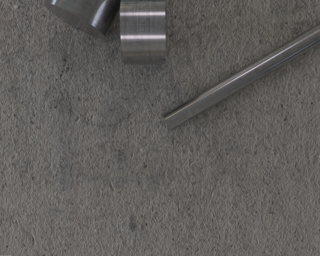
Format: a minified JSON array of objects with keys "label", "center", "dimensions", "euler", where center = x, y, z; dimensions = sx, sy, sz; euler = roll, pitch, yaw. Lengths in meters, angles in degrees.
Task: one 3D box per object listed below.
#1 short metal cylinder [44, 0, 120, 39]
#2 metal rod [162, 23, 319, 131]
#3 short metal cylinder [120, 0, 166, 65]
[{"label":"short metal cylinder","center":[-0.093,-0.153,0.382],"dimensions":[0.080,0.080,0.050],"euler":[26,90,0]},{"label":"metal rod","center":[0.139,-0.083,0.411],"dimensions":[0.301,0.025,0.025],"euler":[-30,90,0]},{"label":"short metal cylinder","center":[-0.019,-0.119,0.382],"dimensions":[0.050,0.080,0.080],"euler":[-1,90,0]}]
